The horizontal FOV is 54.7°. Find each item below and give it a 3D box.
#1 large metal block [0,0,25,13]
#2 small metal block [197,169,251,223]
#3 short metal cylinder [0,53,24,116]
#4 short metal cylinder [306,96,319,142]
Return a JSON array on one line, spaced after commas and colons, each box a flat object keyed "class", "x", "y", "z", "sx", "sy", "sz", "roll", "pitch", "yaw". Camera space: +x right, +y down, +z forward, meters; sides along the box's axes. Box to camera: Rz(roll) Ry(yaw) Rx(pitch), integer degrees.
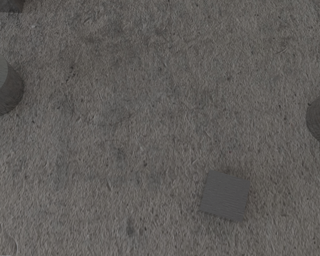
[{"class": "large metal block", "x": -0.240, "y": -0.232, "z": 0.462, "sx": 0.050, "sy": 0.080, "sz": 0.080, "roll": 3, "pitch": 70, "yaw": 1}, {"class": "small metal block", "x": 0.078, "y": 0.084, "z": 0.378, "sx": 0.050, "sy": 0.025, "sz": 0.050, "roll": 16, "pitch": 71, "yaw": 5}, {"class": "short metal cylinder", "x": -0.233, "y": -0.060, "z": 0.415, "sx": 0.081, "sy": 0.050, "sz": 0.080, "roll": 0, "pitch": 70, "yaw": 0}, {"class": "short metal cylinder", "x": 0.241, "y": -0.017, "z": 0.403, "sx": 0.081, "sy": 0.050, "sz": 0.080, "roll": 0, "pitch": 70, "yaw": 0}]
